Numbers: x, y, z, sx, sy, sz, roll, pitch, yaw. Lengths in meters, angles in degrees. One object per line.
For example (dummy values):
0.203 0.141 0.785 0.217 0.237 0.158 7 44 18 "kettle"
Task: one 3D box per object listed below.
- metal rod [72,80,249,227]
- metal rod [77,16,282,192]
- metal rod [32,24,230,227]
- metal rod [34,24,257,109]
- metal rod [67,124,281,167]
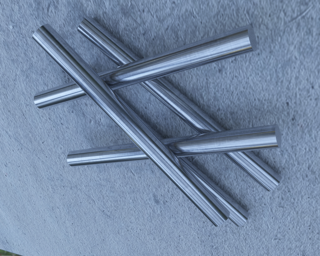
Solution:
0.001 0.026 0.421 0.300 0.025 0.025 42 129 -1 "metal rod"
0.023 -0.029 0.376 0.300 0.025 0.025 40 129 0 "metal rod"
-0.029 0.001 0.358 0.300 0.025 0.025 46 129 -5 "metal rod"
-0.042 -0.060 0.360 0.300 0.025 0.025 -10 114 32 "metal rod"
-0.005 0.028 0.395 0.300 0.025 0.025 -9 114 31 "metal rod"
